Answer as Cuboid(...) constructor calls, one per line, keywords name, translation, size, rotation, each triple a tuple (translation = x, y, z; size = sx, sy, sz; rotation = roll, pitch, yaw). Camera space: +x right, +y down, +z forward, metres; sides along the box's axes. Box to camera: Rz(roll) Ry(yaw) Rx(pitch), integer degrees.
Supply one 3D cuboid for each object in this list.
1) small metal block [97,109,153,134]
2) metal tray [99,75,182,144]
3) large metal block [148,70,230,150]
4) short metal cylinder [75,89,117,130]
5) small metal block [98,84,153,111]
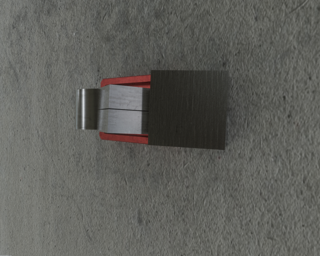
Cuboid(name="small metal block", translation=(-0.041, -0.007, 0.355), size=(0.050, 0.050, 0.025), rotation=(-176, 88, -66))
Cuboid(name="metal tray", translation=(-0.029, -0.025, 0.427), size=(0.130, 0.030, 0.089), rotation=(3, 92, 40))
Cuboid(name="large metal block", translation=(0.034, -0.020, 0.343), size=(0.080, 0.050, 0.079), rotation=(3, 92, 14))
Cuboid(name="short metal cylinder", translation=(-0.071, -0.023, 0.413), size=(0.080, 0.081, 0.050), rotation=(2, 91, 40))
Cuboid(name="small metal block", translation=(-0.040, -0.033, 0.355), size=(0.050, 0.050, 0.025), rotation=(-176, 88, -66))
